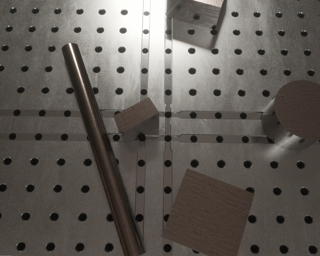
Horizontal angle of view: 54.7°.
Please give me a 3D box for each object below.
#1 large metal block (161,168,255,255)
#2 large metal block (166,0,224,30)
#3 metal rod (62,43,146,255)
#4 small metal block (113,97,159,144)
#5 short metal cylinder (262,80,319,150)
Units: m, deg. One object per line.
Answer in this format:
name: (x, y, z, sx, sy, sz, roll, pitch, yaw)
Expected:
large metal block: (0.054, 0.103, 0.362, 0.080, 0.050, 0.080, 20, 71, 7)
large metal block: (0.061, -0.208, 0.475, 0.080, 0.050, 0.080, 18, 71, 6)
metal rod: (-0.079, 0.016, 0.404, 0.025, 0.025, 0.299, -19, 71, -7)
small metal block: (-0.029, -0.008, 0.401, 0.050, 0.050, 0.025, -29, 73, -10)
short metal cylinder: (0.182, -0.016, 0.406, 0.081, 0.050, 0.080, 0, 70, 0)
